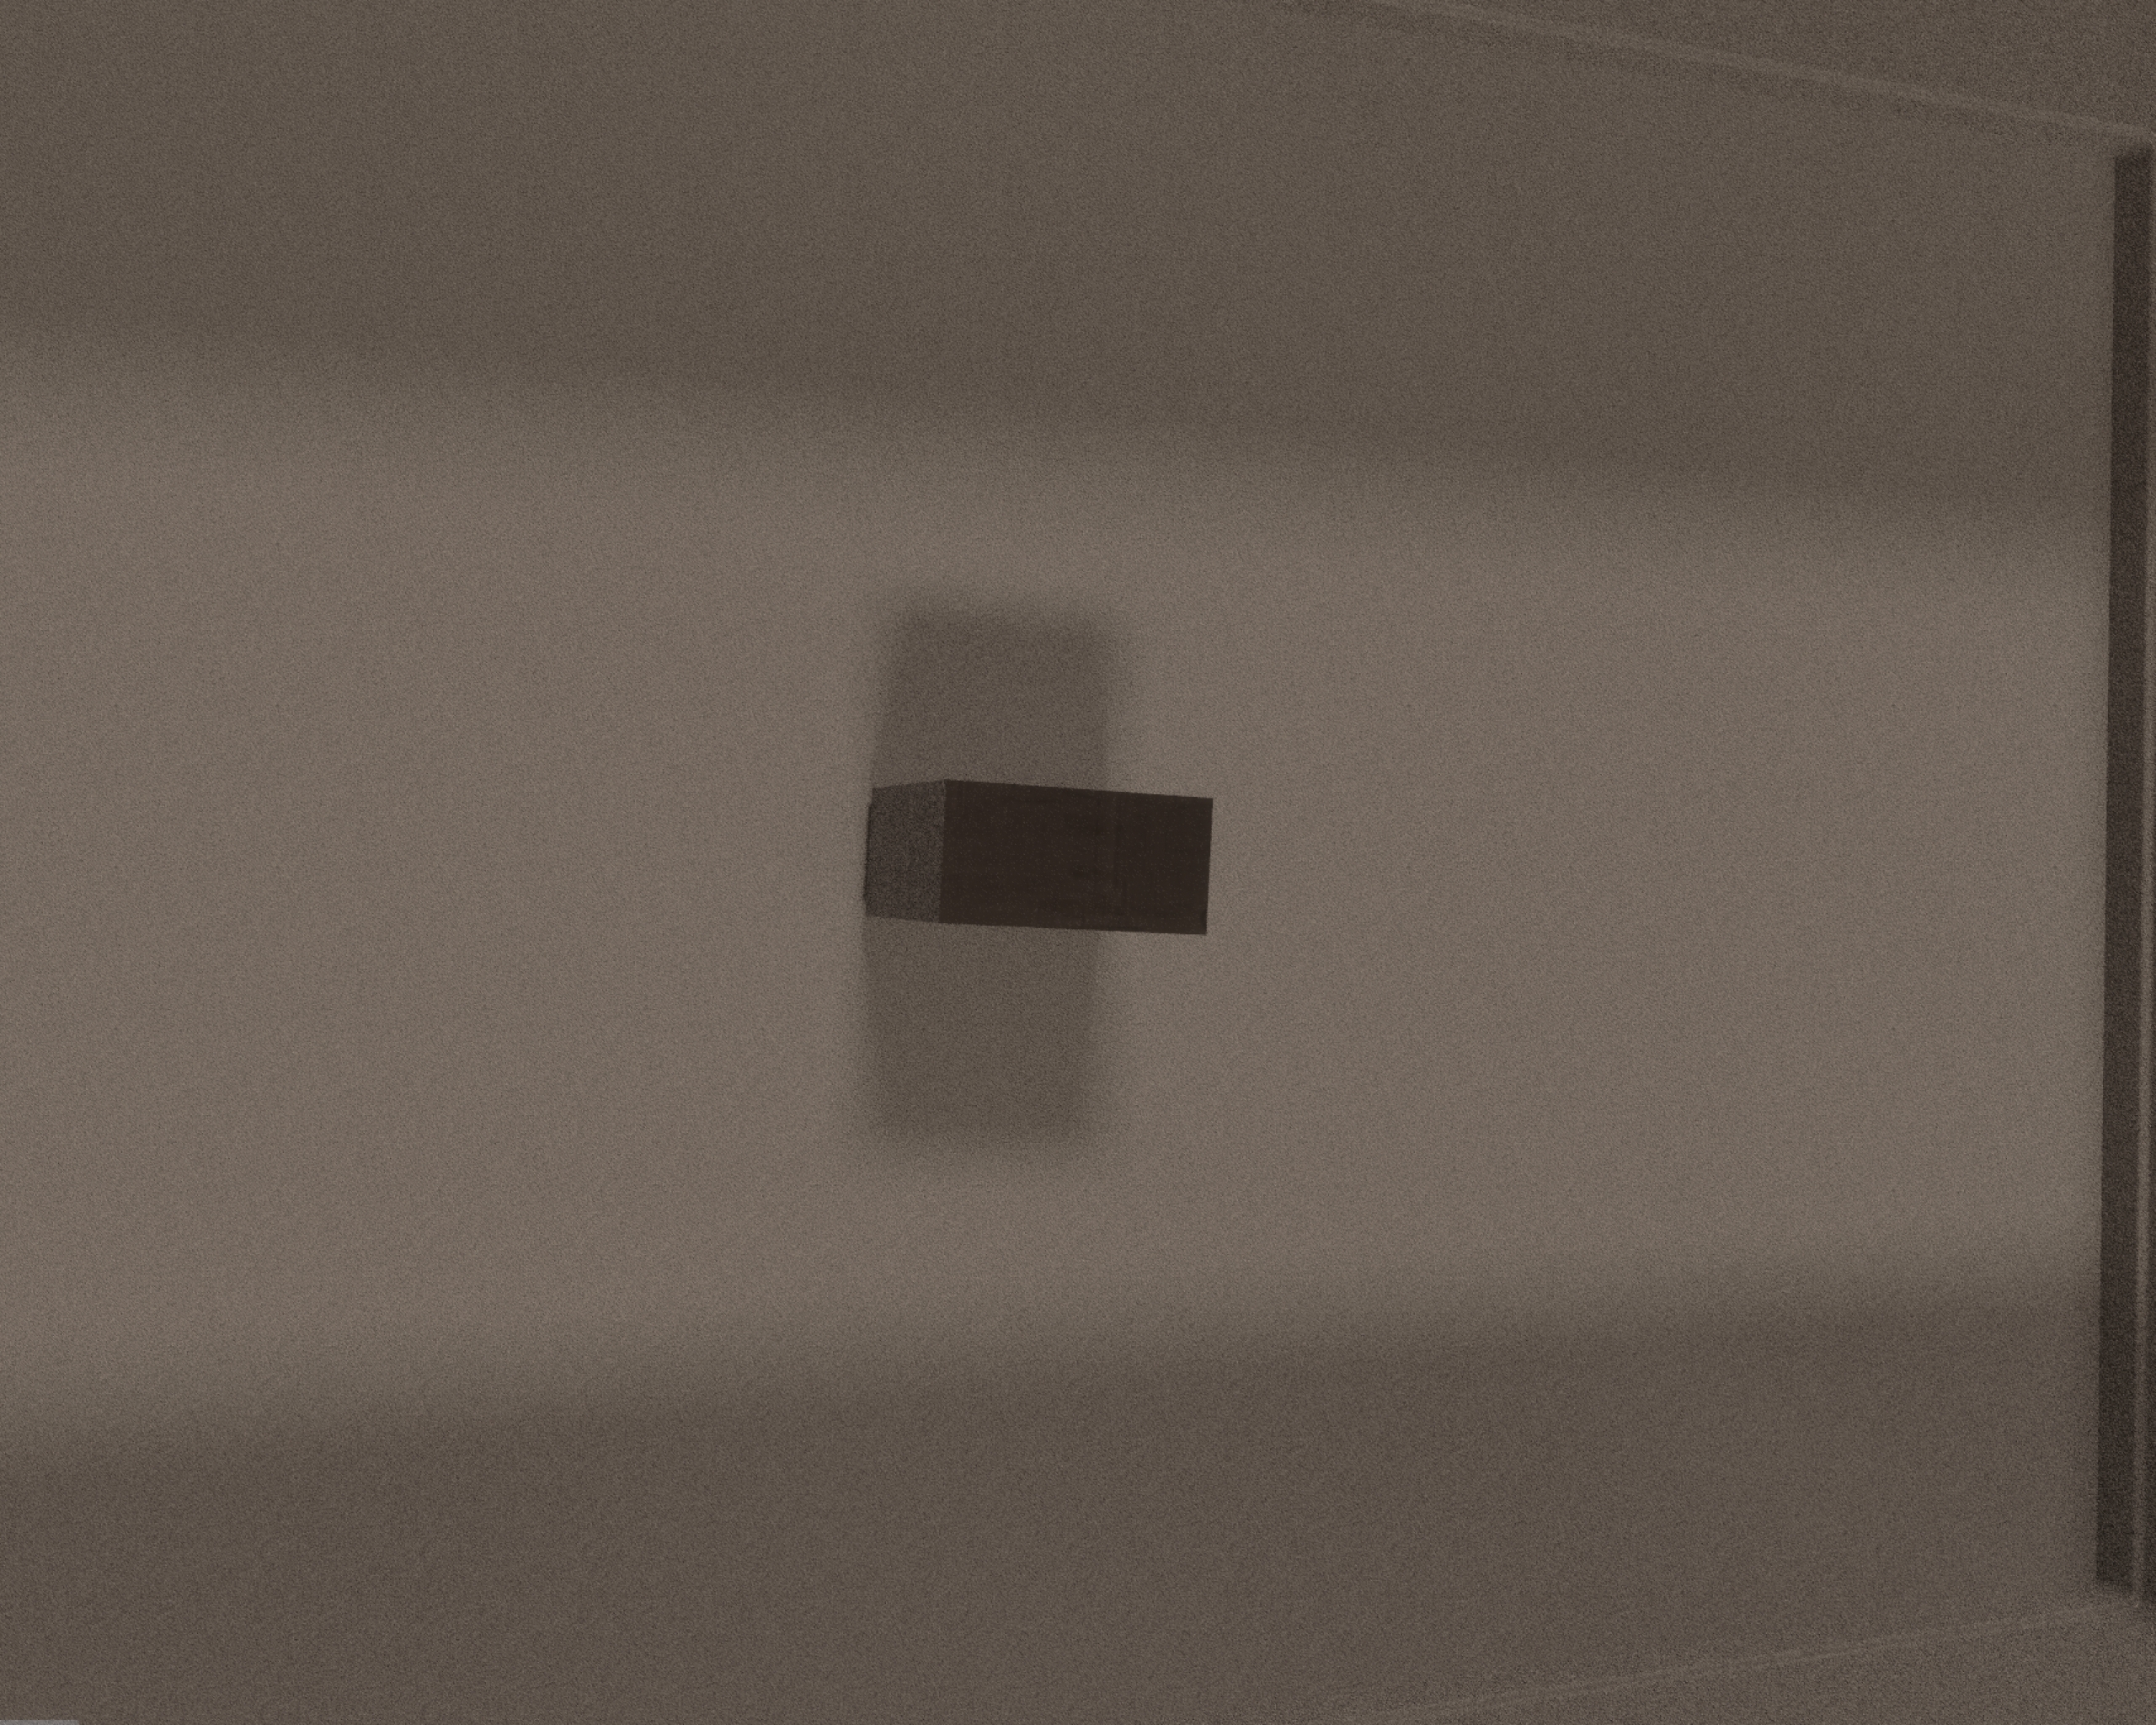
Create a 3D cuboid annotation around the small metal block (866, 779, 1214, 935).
[{"bbox_3d":[-0.008,-0.001,0.391,0.050,0.050,0.025,3,89,-20],"label":"small metal block"}]
